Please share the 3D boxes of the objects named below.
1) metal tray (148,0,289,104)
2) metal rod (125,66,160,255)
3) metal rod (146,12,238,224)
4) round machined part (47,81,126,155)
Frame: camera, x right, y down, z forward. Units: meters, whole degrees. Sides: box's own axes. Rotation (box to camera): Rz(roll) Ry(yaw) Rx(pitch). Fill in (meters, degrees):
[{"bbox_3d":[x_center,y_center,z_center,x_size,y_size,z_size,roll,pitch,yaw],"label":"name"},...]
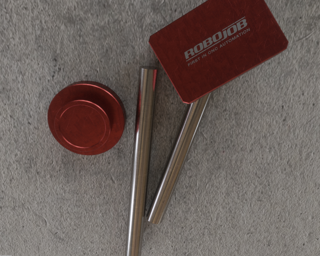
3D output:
[{"bbox_3d":[0.065,-0.096,0.358,0.130,0.030,0.090,-30,89,10],"label":"metal tray"},{"bbox_3d":[-0.028,0.065,0.433,0.025,0.025,0.298,5,110,-2],"label":"metal rod"},{"bbox_3d":[0.038,0.001,0.410,0.025,0.025,0.298,17,109,-7],"label":"metal rod"},{"bbox_3d":[-0.095,-0.008,0.396,0.099,0.042,0.097,0,110,-1],"label":"round machined part"}]
